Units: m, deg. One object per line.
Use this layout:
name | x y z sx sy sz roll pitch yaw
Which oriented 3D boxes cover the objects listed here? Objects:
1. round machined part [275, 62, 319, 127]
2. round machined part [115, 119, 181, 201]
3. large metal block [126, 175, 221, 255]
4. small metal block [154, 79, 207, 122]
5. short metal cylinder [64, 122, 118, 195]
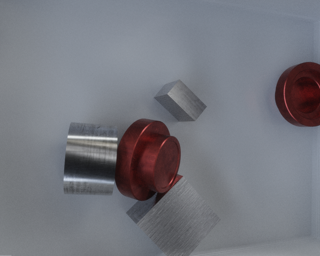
round machined part | 0.221 -0.050 0.483 0.099 0.042 0.097 0 89 -17
round machined part | -0.008 0.040 0.371 0.099 0.042 0.097 -30 125 -55
large metal block | 0.017 0.115 0.405 0.080 0.050 0.080 -43 104 -15
small metal block | 0.026 -0.034 0.408 0.050 0.050 0.025 43 77 -16
short metal cylinder | -0.077 0.035 0.350 0.050 0.080 0.080 5 89 -11
